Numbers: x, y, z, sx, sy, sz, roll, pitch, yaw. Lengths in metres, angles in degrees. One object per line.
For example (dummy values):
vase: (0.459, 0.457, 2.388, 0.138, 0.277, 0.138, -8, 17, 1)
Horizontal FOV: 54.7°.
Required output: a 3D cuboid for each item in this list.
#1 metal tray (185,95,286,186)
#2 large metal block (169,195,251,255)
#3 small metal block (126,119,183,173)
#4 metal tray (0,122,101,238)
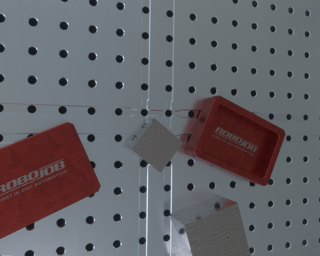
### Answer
metal tray: (0.112, 0.020, 0.450, 0.131, 0.030, 0.090, 25, 82, -19)
large metal block: (0.068, 0.148, 0.425, 0.081, 0.050, 0.080, -17, 96, -19)
small metal block: (-0.007, 0.023, 0.410, 0.050, 0.025, 0.050, 41, 77, -16)
metal tray: (-0.147, 0.057, 0.356, 0.131, 0.030, 0.090, -24, 98, -19)
